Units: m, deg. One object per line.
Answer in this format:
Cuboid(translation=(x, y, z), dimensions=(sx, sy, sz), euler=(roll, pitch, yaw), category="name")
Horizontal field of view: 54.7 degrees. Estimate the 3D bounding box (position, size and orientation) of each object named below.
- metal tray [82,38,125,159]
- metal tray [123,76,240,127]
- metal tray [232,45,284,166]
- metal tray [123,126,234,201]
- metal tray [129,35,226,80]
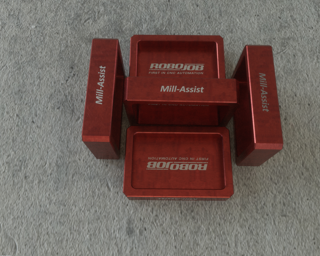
Cuboid(translation=(-0.066, -0.033, 0.387), dimensions=(0.030, 0.090, 0.130), euler=(1, 71, 0), category="metal tray")
Cuboid(translation=(0.025, -0.029, 0.387), dimensions=(0.131, 0.090, 0.030), euler=(1, 72, 0), category="metal tray")
Cuboid(translation=(0.115, -0.025, 0.384), dimensions=(0.030, 0.090, 0.130), euler=(1, 70, 1), category="metal tray")
Cuboid(translation=(0.022, 0.044, 0.392), dimensions=(0.131, 0.030, 0.090), euler=(1, 69, 0), category="metal tray")
Cuboid(translation=(0.024, -0.085, 0.438), dimensions=(0.131, 0.030, 0.090), euler=(0, 73, 0), category="metal tray")
